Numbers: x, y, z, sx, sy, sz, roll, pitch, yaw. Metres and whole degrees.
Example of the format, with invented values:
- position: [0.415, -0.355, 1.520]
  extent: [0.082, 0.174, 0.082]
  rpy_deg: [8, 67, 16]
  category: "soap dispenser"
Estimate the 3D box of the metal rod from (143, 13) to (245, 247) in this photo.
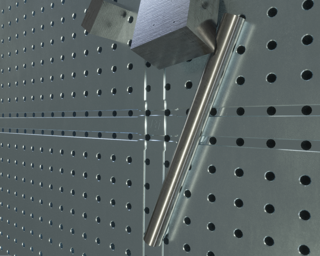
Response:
- position: [0.036, 0.014, 0.378]
  extent: [0.025, 0.025, 0.298]
  rpy_deg: [29, 108, 36]
  category: "metal rod"

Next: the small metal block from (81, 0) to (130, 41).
- position: [-0.080, -0.162, 0.457]
  extent: [0.025, 0.050, 0.050]
  rpy_deg: [46, 117, 30]
  category: "small metal block"

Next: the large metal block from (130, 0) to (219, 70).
- position: [0.018, -0.123, 0.358]
  extent: [0.080, 0.050, 0.080]
  rpy_deg: [-9, 63, 41]
  category: "large metal block"
